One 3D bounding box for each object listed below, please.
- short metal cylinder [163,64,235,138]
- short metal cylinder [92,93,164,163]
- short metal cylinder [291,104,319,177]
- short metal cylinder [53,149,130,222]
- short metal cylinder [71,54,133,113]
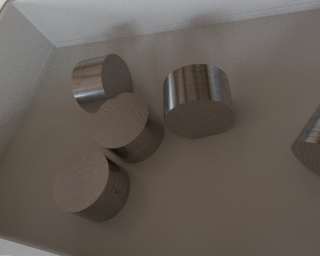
[{"bbox_3d":[0.044,-0.029,0.365,0.080,0.080,0.050,-14,56,20],"label":"short metal cylinder"},{"bbox_3d":[-0.041,0.000,0.409,0.080,0.050,0.080,-11,59,20],"label":"short metal cylinder"},{"bbox_3d":[0.167,0.017,0.273,0.080,0.080,0.050,31,79,38],"label":"short metal cylinder"},{"bbox_3d":[-0.085,0.073,0.390,0.080,0.050,0.080,-13,56,21],"label":"short metal cylinder"},{"bbox_3d":[-0.082,-0.064,0.453,0.050,0.080,0.080,-6,59,26],"label":"short metal cylinder"}]
